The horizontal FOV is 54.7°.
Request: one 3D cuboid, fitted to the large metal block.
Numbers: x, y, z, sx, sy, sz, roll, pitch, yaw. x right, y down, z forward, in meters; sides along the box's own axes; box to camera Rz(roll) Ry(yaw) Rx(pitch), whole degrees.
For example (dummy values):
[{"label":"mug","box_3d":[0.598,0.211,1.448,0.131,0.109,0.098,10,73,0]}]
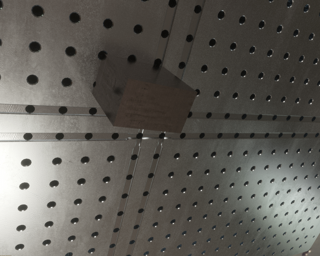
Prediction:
[{"label":"large metal block","box_3d":[-0.020,-0.039,0.342,0.081,0.080,0.050,7,115,-32]}]
